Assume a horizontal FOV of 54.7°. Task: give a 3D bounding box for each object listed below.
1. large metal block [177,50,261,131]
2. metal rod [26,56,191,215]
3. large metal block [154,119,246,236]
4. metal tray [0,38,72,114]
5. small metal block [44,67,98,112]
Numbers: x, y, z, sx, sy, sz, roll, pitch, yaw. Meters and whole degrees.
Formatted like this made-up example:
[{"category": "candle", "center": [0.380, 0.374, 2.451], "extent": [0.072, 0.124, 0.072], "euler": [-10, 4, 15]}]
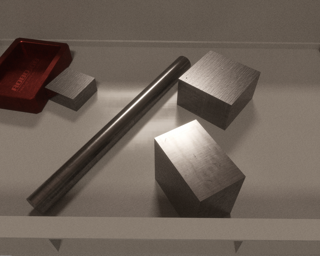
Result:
[{"category": "large metal block", "center": [0.081, -0.055, 0.436], "extent": [0.080, 0.050, 0.080], "euler": [31, 56, 23]}, {"category": "metal rod", "center": [-0.048, -0.010, 0.412], "extent": [0.025, 0.025, 0.301], "euler": [28, 55, 21]}, {"category": "large metal block", "center": [0.036, 0.052, 0.326], "extent": [0.050, 0.080, 0.080], "euler": [-24, 54, -19]}, {"category": "metal tray", "center": [-0.201, -0.083, 0.468], "extent": [0.090, 0.030, 0.130], "euler": [9, 50, 7]}, {"category": "small metal block", "center": [-0.128, -0.057, 0.451], "extent": [0.050, 0.025, 0.050], "euler": [23, 53, 17]}]
